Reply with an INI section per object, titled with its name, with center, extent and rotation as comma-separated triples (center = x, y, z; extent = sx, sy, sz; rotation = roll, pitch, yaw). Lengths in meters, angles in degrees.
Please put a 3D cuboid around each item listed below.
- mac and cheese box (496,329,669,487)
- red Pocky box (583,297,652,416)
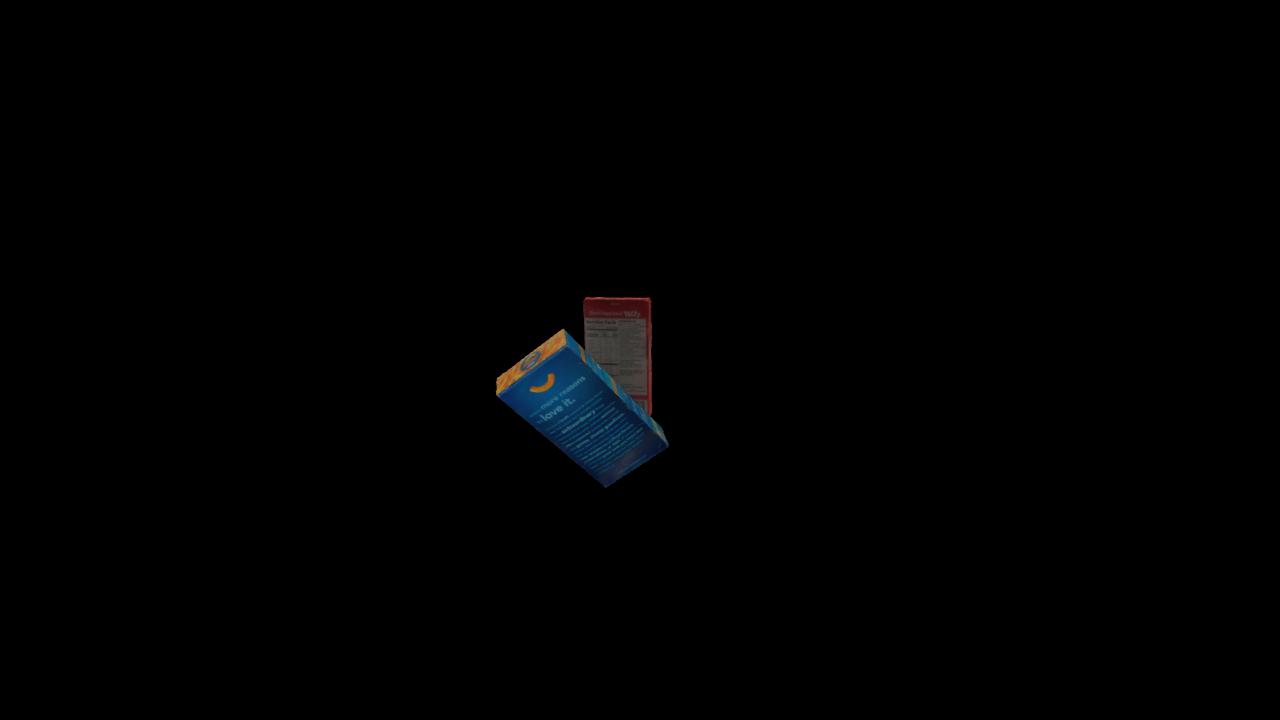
[mac and cheese box]
center = -0.058, 0.058, 0.665
extent = 0.093, 0.184, 0.041
rotation = -34, 34, 11
[red Pocky box]
center = -0.026, -0.002, 0.766
extent = 0.083, 0.155, 0.028
rotation = 2, 15, 10
